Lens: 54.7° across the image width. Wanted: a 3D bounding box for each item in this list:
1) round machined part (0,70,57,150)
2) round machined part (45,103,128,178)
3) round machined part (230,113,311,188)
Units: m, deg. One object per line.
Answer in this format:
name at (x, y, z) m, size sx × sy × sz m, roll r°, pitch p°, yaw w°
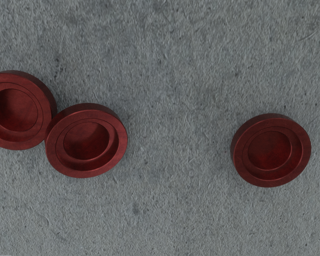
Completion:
round machined part at (-0.179, -0.025, 0.390) m, size 0.099 × 0.042 × 0.097 m, roll 0°, pitch 110°, yaw 0°
round machined part at (-0.094, 0.012, 0.392) m, size 0.099 × 0.042 × 0.097 m, roll -11°, pitch 123°, yaw -18°
round machined part at (0.142, 0.026, 0.411) m, size 0.099 × 0.042 × 0.097 m, roll 0°, pitch 110°, yaw 0°
